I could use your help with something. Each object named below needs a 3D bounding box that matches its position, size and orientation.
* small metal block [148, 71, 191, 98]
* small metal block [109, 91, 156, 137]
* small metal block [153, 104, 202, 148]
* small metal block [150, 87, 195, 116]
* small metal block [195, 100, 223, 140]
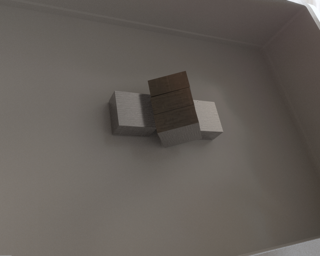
[{"bbox_3d":[0.016,-0.046,0.412,0.050,0.050,0.025,-14,63,5],"label":"small metal block"},{"bbox_3d":[-0.035,-0.018,0.397,0.050,0.025,0.050,4,60,-27],"label":"small metal block"},{"bbox_3d":[0.024,-0.001,0.389,0.050,0.050,0.025,-15,64,5],"label":"small metal block"},{"bbox_3d":[0.019,-0.023,0.401,0.050,0.050,0.025,-15,64,5],"label":"small metal block"},{"bbox_3d":[0.057,-0.012,0.444,0.050,0.025,0.050,3,60,-27],"label":"small metal block"}]
